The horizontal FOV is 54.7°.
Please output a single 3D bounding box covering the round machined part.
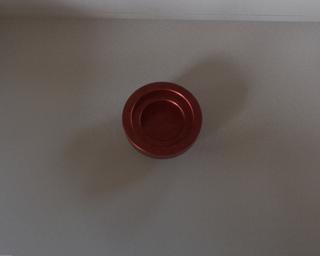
[{"bbox_3d":[0.003,-0.007,0.399,0.099,0.042,0.098,0,70,-1],"label":"round machined part"}]
